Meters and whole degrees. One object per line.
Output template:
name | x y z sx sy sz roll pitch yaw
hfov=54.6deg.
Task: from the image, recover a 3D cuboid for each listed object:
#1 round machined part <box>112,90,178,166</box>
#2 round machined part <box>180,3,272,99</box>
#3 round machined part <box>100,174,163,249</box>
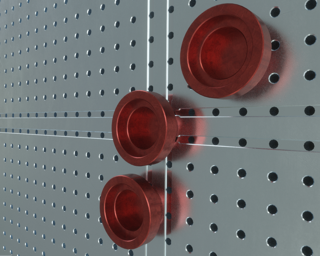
round machined part | -0.016 0.000 0.413 0.098 0.042 0.097 0 90 40
round machined part | 0.073 -0.080 0.338 0.098 0.042 0.097 0 90 40
round machined part | -0.036 0.112 0.429 0.098 0.042 0.097 0 90 40
